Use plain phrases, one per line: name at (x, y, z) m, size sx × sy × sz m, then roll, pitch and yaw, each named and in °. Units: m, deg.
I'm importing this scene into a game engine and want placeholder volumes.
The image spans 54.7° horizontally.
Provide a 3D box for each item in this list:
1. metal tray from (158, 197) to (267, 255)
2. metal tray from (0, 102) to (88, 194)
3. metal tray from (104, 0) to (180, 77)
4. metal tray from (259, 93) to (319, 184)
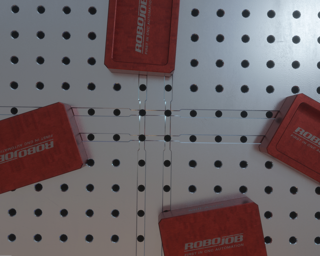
metal tray at (0.069, 0.150, 0.412) m, size 0.131 × 0.030 × 0.089 m, roll -10°, pitch 90°, yaw -1°
metal tray at (-0.173, 0.027, 0.409) m, size 0.131 × 0.030 × 0.090 m, roll -18°, pitch 90°, yaw -1°
metal tray at (-0.022, -0.138, 0.410) m, size 0.091 × 0.030 × 0.129 m, roll 4°, pitch 90°, yaw -1°
metal tray at (0.213, 0.023, 0.413) m, size 0.130 × 0.030 × 0.090 m, roll 30°, pitch 90°, yaw -1°
